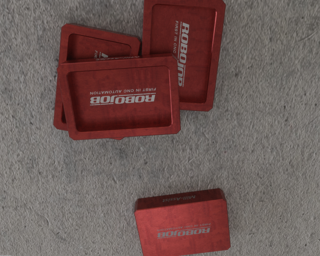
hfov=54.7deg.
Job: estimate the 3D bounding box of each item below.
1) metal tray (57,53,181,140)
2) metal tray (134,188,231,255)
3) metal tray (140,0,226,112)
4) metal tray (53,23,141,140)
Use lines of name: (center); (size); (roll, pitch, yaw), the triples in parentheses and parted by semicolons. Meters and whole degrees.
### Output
metal tray: (-0.044, -0.036, 0.360); (0.131, 0.030, 0.089); (-4, 110, 1)
metal tray: (0.034, 0.143, 0.460); (0.131, 0.030, 0.089); (-8, 110, 2)
metal tray: (0.024, -0.088, 0.374); (0.091, 0.030, 0.129); (3, 110, -2)
metal tray: (-0.078, -0.056, 0.385); (0.091, 0.030, 0.129); (10, 110, -4)
